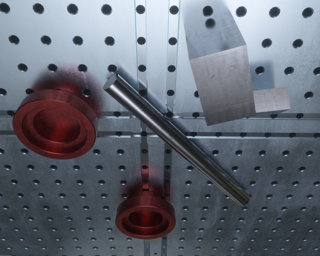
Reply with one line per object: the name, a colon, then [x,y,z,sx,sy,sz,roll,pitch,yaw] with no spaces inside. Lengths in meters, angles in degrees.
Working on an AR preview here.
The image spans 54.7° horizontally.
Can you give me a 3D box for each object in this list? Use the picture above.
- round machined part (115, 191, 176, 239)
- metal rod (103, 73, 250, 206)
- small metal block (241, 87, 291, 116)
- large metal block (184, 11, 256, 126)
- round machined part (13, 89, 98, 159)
round machined part: [-0.023,0.143,0.522,0.099,0.042,0.097,0,130,0]
metal rod: [0.040,0.031,0.438,0.025,0.025,0.300,-33,123,25]
small metal block: [0.120,-0.029,0.370,0.050,0.050,0.025,-6,86,4]
large metal block: [0.061,-0.062,0.323,0.050,0.080,0.080,-13,129,11]
round machined part: [-0.128,-0.009,0.392,0.099,0.042,0.097,0,130,0]
